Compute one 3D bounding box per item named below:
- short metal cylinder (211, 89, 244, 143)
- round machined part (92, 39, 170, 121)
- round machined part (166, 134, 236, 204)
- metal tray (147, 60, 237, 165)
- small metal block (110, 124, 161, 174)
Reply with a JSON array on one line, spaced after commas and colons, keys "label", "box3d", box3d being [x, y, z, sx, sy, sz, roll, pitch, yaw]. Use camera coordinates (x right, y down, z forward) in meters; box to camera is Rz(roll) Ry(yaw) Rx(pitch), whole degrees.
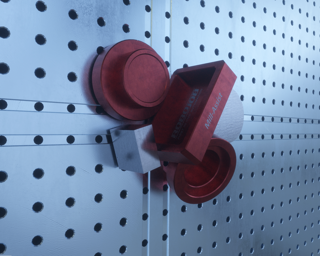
[{"label": "short metal cylinder", "box3d": [0.078, -0.018, 0.453, 0.081, 0.050, 0.079, 0, 90, -40]}, {"label": "round machined part", "box3d": [-0.027, -0.057, 0.370, 0.099, 0.042, 0.097, 0, 90, -40]}, {"label": "round machined part", "box3d": [0.052, 0.051, 0.422, 0.099, 0.042, 0.097, -12, 116, -24]}, {"label": "metal tray", "box3d": [0.033, -0.021, 0.389, 0.030, 0.090, 0.130, 40, 65, -33]}, {"label": "small metal block", "box3d": [-0.030, 0.023, 0.363, 0.025, 0.050, 0.050, -20, 103, -38]}]
